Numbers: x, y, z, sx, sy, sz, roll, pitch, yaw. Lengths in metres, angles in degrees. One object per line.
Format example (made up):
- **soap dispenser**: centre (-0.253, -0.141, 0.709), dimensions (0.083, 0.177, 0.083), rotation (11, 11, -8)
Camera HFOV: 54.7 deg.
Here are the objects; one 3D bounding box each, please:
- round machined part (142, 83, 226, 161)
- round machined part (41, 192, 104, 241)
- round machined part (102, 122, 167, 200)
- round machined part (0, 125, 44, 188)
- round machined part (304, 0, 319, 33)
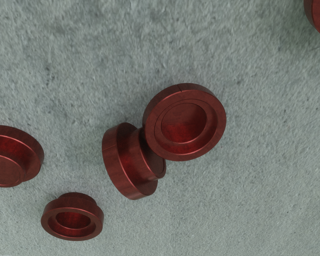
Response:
- **round machined part**: centre (0.027, -0.011, 0.378), dimensions (0.099, 0.042, 0.097), rotation (-6, 122, -10)
- **round machined part**: centre (-0.143, 0.145, 0.517), dimensions (0.099, 0.042, 0.097), rotation (-1, 130, 0)
- **round machined part**: centre (-0.026, 0.037, 0.390), dimensions (0.042, 0.098, 0.098), rotation (-23, 127, 19)
- **round machined part**: centre (-0.218, 0.046, 0.432), dimensions (0.099, 0.042, 0.097), rotation (-1, 130, 0)
- **round machined part**: centre (0.184, -0.132, 0.287), dimensions (0.099, 0.042, 0.097), rotation (-1, 130, 0)
